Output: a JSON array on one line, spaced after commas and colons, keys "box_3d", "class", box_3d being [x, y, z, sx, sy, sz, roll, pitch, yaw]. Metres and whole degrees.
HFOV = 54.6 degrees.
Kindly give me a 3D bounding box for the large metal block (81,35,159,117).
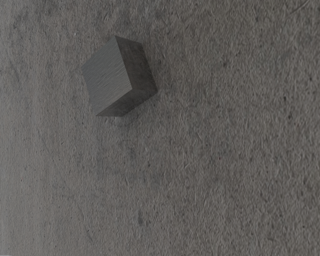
[{"box_3d": [-0.059, -0.069, 0.438, 0.080, 0.050, 0.080, -30, 71, 36], "class": "large metal block"}]
